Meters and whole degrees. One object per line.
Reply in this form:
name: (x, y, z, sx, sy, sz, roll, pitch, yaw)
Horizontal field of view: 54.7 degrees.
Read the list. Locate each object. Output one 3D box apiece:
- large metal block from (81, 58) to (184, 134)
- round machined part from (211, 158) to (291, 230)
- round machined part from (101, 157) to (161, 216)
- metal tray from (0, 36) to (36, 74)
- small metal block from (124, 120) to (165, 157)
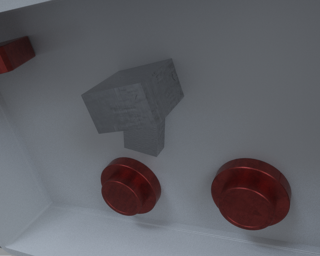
large metal block: (-0.029, -0.038, 0.364, 0.080, 0.080, 0.050, -7, 115, 31)
round machined part: (0.112, 0.090, 0.394, 0.098, 0.042, 0.097, 13, 124, 20)
round machined part: (-0.051, 0.098, 0.483, 0.098, 0.042, 0.097, 13, 124, 20)
metal tray: (-0.245, -0.085, 0.408, 0.131, 0.090, 0.030, -13, 115, 4)
small metal block: (-0.022, 0.007, 0.423, 0.050, 0.025, 0.050, 14, 124, 19)
